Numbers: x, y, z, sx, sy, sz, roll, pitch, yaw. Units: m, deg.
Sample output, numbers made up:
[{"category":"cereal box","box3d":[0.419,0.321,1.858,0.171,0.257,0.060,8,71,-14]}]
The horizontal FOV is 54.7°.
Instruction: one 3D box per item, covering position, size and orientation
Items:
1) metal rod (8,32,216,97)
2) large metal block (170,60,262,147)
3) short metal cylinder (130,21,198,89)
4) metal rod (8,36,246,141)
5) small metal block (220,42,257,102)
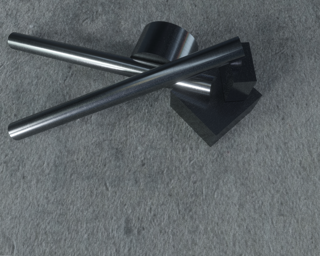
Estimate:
[{"category":"metal rod","box3d":[-0.076,-0.089,0.410,0.301,0.025,0.025,16,70,17]},{"category":"large metal block","box3d":[0.070,-0.035,0.408,0.080,0.050,0.080,-40,75,-12]},{"category":"short metal cylinder","box3d":[0.005,-0.096,0.417,0.080,0.080,0.050,20,71,6]},{"category":"metal rod","box3d":[-0.051,-0.041,0.367,0.301,0.025,0.025,-18,70,15]},{"category":"small metal block","box3d":[0.090,-0.065,0.365,0.025,0.050,0.050,-4,70,-1]}]
